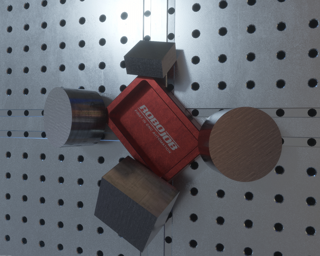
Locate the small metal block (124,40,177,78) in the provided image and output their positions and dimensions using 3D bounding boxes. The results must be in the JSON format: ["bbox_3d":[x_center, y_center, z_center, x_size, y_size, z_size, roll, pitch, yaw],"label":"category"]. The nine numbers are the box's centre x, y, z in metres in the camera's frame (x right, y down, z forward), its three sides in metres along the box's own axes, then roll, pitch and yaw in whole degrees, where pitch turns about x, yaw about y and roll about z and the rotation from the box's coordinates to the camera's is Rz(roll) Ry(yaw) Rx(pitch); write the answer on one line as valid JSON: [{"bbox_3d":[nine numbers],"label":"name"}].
[{"bbox_3d":[-0.011,-0.090,0.400,0.050,0.050,0.025,10,131,20],"label":"small metal block"}]

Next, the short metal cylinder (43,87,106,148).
[{"bbox_3d":[-0.118,-0.014,0.425,0.080,0.050,0.079,1,91,45],"label":"short metal cylinder"}]

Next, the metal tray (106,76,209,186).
[{"bbox_3d":[-0.006,0.001,0.411,0.090,0.030,0.130,-43,77,15],"label":"metal tray"}]

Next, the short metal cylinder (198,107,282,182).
[{"bbox_3d":[0.088,0.017,0.352,0.081,0.050,0.079,0,90,-7],"label":"short metal cylinder"}]

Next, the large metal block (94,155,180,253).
[{"bbox_3d":[-0.031,0.096,0.392,0.080,0.050,0.079,32,131,16],"label":"large metal block"}]
